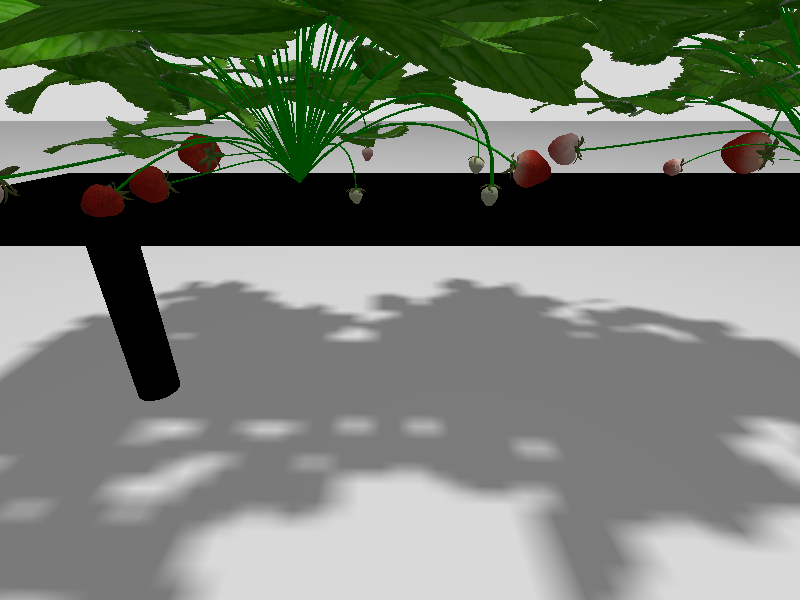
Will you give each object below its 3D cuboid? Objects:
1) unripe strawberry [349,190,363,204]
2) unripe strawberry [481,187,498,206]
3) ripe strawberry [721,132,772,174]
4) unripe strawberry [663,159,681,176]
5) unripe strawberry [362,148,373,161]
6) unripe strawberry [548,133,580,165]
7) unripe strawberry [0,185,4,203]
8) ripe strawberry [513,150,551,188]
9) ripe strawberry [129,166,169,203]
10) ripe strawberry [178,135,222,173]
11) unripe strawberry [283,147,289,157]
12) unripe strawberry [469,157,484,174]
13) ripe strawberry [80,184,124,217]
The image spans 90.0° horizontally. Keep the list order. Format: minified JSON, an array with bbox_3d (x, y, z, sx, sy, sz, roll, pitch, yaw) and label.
[{"bbox_3d":[-0.029,-0.068,0.262,0.009,0.010,0.010,-16,30,-30],"label":"unripe strawberry"},{"bbox_3d":[0.051,-0.059,0.227,0.010,0.011,0.011,21,33,37],"label":"unripe strawberry"},{"bbox_3d":[0.338,-0.145,0.395,0.037,0.039,0.040,-9,27,-19],"label":"ripe strawberry"},{"bbox_3d":[0.251,-0.123,0.370,0.014,0.015,0.013,-6,22,22],"label":"unripe strawberry"},{"bbox_3d":[-0.039,-0.176,0.485,0.014,0.015,0.015,7,26,14],"label":"unripe strawberry"},{"bbox_3d":[0.181,-0.167,0.442,0.031,0.032,0.029,15,29,30],"label":"unripe strawberry"},{"bbox_3d":[-0.263,-0.073,0.240,0.035,0.036,0.032,-14,29,-26],"label":"unripe strawberry"},{"bbox_3d":[0.105,-0.103,0.317,0.030,0.029,0.027,11,26,1],"label":"ripe strawberry"},{"bbox_3d":[-0.165,-0.075,0.262,0.020,0.023,0.022,23,34,39],"label":"ripe strawberry"},{"bbox_3d":[-0.192,-0.139,0.382,0.035,0.034,0.038,12,28,24],"label":"ripe strawberry"},{"bbox_3d":[-0.139,-0.181,0.490,0.012,0.012,0.012,-8,27,-16],"label":"unripe strawberry"},{"bbox_3d":[0.074,-0.131,0.392,0.015,0.015,0.014,-9,27,-18],"label":"unripe strawberry"},{"bbox_3d":[-0.167,-0.054,0.223,0.021,0.019,0.019,16,51,29],"label":"ripe strawberry"}]
